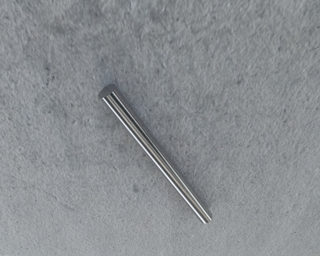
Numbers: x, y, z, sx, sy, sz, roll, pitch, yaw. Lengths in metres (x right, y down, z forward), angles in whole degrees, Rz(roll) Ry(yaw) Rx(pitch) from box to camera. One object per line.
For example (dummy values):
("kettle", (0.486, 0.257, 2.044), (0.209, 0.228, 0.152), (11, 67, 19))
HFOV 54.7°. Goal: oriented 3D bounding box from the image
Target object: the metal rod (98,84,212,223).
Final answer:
("metal rod", (0.008, 0.056, 0.454), (0.025, 0.025, 0.300), (-23, 127, 18))
